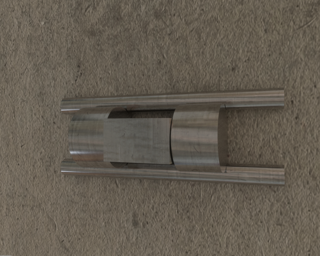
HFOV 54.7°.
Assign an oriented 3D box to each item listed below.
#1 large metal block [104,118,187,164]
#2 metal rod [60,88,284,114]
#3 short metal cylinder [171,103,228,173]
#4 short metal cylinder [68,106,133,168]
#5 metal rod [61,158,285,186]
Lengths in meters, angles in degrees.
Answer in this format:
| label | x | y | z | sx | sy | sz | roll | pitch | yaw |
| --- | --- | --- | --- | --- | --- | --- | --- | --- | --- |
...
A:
| label | x | y | z | sx | sy | sz | roll | pitch | yaw |
| --- | --- | --- | --- | --- | --- | --- | --- | --- | --- |
| large metal block | -0.014 | 0.014 | 0.383 | 0.080 | 0.080 | 0.050 | 0 | 90 | 20 |
| metal rod | 0.002 | -0.033 | 0.410 | 0.301 | 0.025 | 0.025 | 0 | 90 | 19 |
| short metal cylinder | 0.049 | 0.012 | 0.363 | 0.050 | 0.080 | 0.080 | -1 | 90 | 20 |
| short metal cylinder | -0.075 | 0.012 | 0.407 | 0.050 | 0.080 | 0.080 | -1 | 90 | 20 |
| metal rod | 0.002 | 0.056 | 0.409 | 0.301 | 0.025 | 0.025 | 0 | 90 | 19 |
